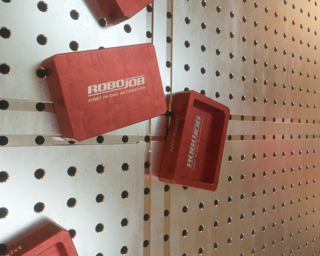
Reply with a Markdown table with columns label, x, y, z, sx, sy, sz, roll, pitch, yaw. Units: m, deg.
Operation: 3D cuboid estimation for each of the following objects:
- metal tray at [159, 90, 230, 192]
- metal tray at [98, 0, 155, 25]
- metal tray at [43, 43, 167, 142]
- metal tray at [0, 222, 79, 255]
| label | x | y | z | sx | sy | sz | roll | pitch | yaw |
| --- | --- | --- | --- | --- | --- | --- | --- | --- | --- |
| metal tray | 0.053 | 0.020 | 0.448 | 0.091 | 0.030 | 0.130 | 19 | 78 | -38 |
| metal tray | -0.053 | -0.201 | 0.360 | 0.090 | 0.030 | 0.130 | -48 | 119 | -29 |
| metal tray | -0.056 | -0.045 | 0.358 | 0.131 | 0.030 | 0.090 | -20 | 103 | -38 |
| metal tray | -0.136 | 0.163 | 0.291 | 0.131 | 0.030 | 0.090 | -26 | 107 | -37 |
